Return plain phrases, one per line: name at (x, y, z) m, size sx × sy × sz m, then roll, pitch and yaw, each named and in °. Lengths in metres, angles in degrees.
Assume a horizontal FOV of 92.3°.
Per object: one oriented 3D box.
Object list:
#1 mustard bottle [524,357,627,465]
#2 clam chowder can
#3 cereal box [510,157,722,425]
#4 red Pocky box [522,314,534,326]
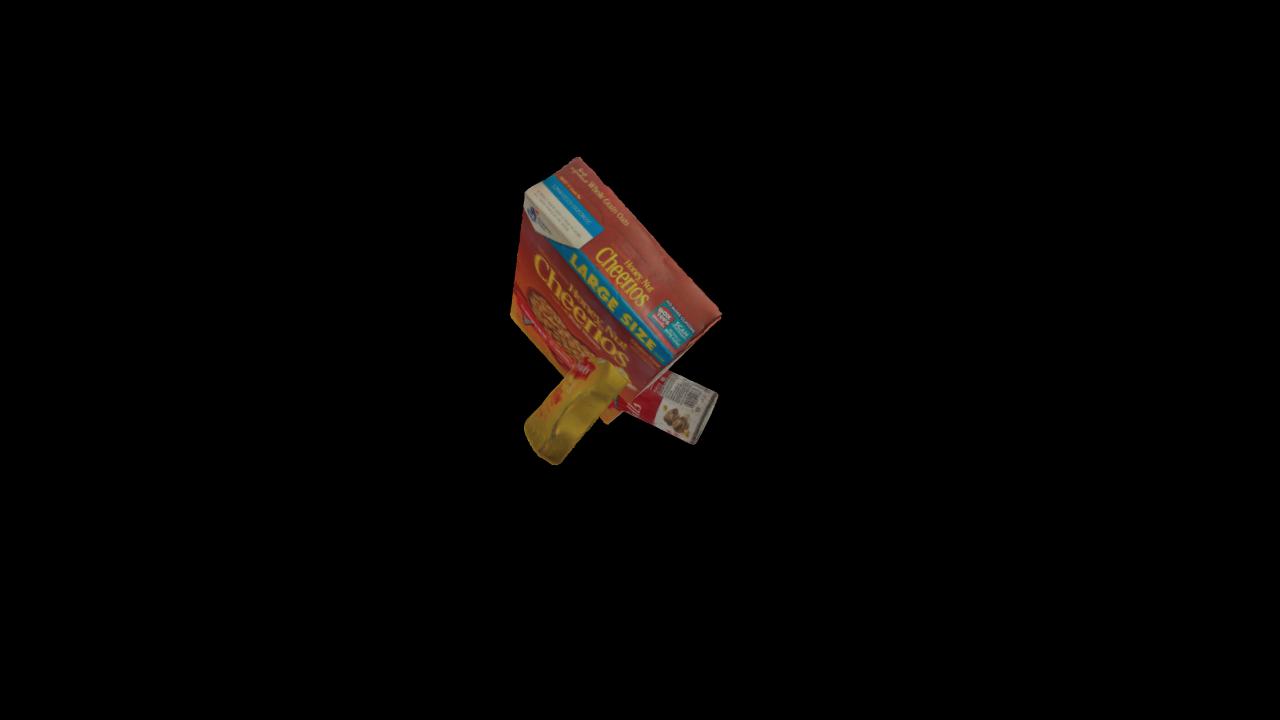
mustard bottle at (-0.050, 0.025, 0.677) m, size 0.054 × 0.184 × 0.092 m, roll 40°, pitch 6°, yaw -18°
clam chowder can at (0.031, 0.046, 0.707) m, size 0.102 × 0.068 × 0.068 m, roll 24°, pitch 5°, yaw 11°
cereal box at (-0.050, -0.052, 0.684) m, size 0.081 × 0.203 × 0.306 m, roll -41°, pitch -3°, yaw -21°
red Pocky box at (-0.064, -0.058, 0.733) m, size 0.083 × 0.028 × 0.155 m, roll -5°, pitch 4°, yaw -43°
